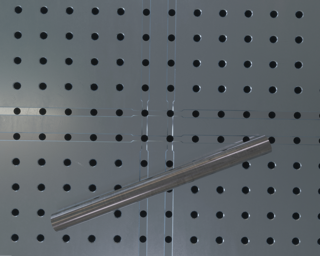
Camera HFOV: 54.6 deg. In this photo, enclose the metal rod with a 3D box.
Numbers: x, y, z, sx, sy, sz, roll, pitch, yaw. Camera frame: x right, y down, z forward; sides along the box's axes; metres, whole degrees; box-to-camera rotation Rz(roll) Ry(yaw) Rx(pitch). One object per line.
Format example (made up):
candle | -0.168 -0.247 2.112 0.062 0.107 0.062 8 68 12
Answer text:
metal rod | 0.002 0.073 0.413 0.301 0.025 0.025 -20 90 0
